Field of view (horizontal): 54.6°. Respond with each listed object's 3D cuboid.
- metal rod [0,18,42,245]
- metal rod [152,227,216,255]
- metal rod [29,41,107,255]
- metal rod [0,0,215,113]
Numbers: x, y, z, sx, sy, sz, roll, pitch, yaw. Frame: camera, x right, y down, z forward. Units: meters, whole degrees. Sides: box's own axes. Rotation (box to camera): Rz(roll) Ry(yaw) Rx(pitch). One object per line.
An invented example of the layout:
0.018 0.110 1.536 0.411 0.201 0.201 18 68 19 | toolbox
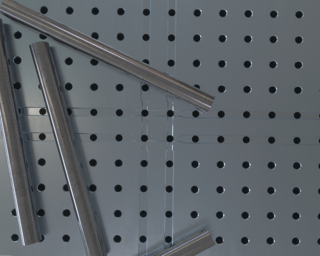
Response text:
-0.197 0.004 0.412 0.025 0.025 0.299 -10 90 0 | metal rod
-0.065 0.213 0.413 0.301 0.025 0.025 -28 90 0 | metal rod
-0.121 0.034 0.412 0.025 0.025 0.299 -15 90 0 | metal rod
-0.068 -0.096 0.412 0.301 0.025 0.025 26 90 0 | metal rod
